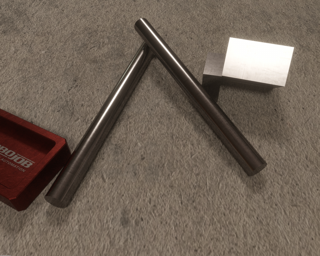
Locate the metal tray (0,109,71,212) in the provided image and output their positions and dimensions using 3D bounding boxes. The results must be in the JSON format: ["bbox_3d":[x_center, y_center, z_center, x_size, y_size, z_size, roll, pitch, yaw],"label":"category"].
[{"bbox_3d":[-0.187,0.031,0.371,0.130,0.030,0.090,22,53,17],"label":"metal tray"}]

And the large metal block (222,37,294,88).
[{"bbox_3d":[0.132,-0.089,0.437,0.080,0.050,0.080,12,7,9],"label":"large metal block"}]

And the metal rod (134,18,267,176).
[{"bbox_3d":[0.042,-0.060,0.435,0.025,0.025,0.299,-23,60,-19],"label":"metal rod"}]

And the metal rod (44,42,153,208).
[{"bbox_3d":[-0.065,-0.029,0.426,0.025,0.025,0.300,15,51,12],"label":"metal rod"}]

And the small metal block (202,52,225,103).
[{"bbox_3d":[0.077,-0.074,0.449,0.025,0.050,0.050,9,51,9],"label":"small metal block"}]
